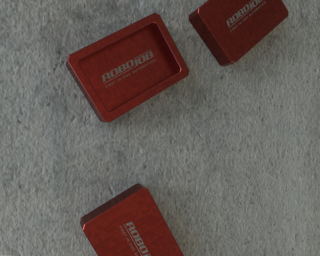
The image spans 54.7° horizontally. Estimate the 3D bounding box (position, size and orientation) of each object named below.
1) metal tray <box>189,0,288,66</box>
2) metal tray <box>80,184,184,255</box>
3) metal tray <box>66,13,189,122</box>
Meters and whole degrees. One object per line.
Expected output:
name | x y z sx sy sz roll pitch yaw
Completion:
metal tray | 0.117 -0.164 0.451 0.130 0.030 0.090 -42 104 -16
metal tray | -0.031 0.150 0.396 0.091 0.030 0.129 -30 100 -18
metal tray | -0.038 -0.076 0.392 0.131 0.030 0.090 -33 101 -17
